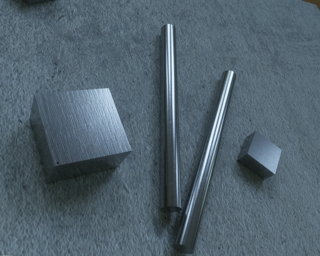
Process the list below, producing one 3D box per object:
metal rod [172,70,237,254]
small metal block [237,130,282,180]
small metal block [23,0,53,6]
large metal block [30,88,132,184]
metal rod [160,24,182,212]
[{"bbox_3d":[0.071,0.022,0.429,0.025,0.025,0.300,30,52,-10],"label":"metal rod"},{"bbox_3d":[0.149,0.040,0.462,0.050,0.025,0.050,37,51,-4],"label":"small metal block"},{"bbox_3d":[-0.177,-0.203,0.433,0.050,0.025,0.050,49,51,6],"label":"small metal block"},{"bbox_3d":[-0.088,0.006,0.337,0.081,0.050,0.080,-9,67,-33],"label":"large metal block"},{"bbox_3d":[0.013,-0.034,0.433,0.025,0.025,0.299,14,56,-21],"label":"metal rod"}]
